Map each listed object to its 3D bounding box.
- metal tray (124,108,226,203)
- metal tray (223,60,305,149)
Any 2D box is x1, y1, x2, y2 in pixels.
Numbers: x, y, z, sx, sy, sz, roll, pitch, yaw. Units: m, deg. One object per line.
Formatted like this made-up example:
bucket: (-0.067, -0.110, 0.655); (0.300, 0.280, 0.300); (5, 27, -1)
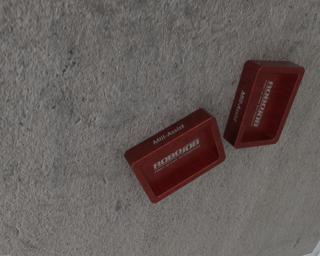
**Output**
metal tray: (0.026, 0.041, 0.442); (0.131, 0.030, 0.090); (-30, 129, -9)
metal tray: (0.155, -0.034, 0.466); (0.091, 0.030, 0.129); (-5, 121, -26)
